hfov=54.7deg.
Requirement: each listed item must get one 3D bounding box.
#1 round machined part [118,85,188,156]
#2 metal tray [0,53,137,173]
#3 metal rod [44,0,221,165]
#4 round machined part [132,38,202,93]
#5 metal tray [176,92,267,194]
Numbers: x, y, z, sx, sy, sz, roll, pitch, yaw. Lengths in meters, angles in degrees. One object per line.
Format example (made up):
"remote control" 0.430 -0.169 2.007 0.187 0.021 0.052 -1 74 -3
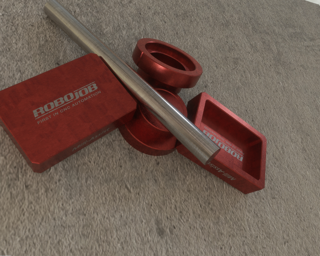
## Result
"round machined part" -0.004 -0.016 0.403 0.099 0.042 0.098 14 56 -21
"metal tray" -0.103 -0.022 0.346 0.131 0.030 0.090 -33 77 -29
"metal rod" -0.046 -0.067 0.378 0.300 0.025 0.025 44 50 19
"round machined part" 0.006 -0.083 0.434 0.099 0.042 0.098 20 32 -13
"metal tray" 0.089 0.021 0.423 0.130 0.030 0.090 33 51 -20
